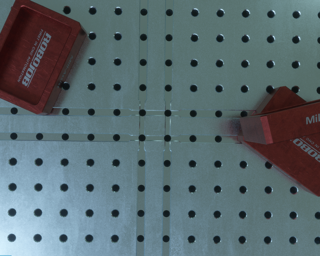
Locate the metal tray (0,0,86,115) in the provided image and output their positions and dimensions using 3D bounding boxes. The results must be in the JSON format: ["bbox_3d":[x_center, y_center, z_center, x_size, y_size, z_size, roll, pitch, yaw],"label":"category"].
[{"bbox_3d":[-0.166,-0.092,0.408,0.090,0.030,0.129,24,90,-1],"label":"metal tray"}]

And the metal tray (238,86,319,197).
[{"bbox_3d":[0.183,0.017,0.413,0.130,0.030,0.090,37,90,-1],"label":"metal tray"}]

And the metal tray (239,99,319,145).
[{"bbox_3d":[0.167,-0.013,0.352,0.131,0.090,0.030,-13,90,-1],"label":"metal tray"}]
